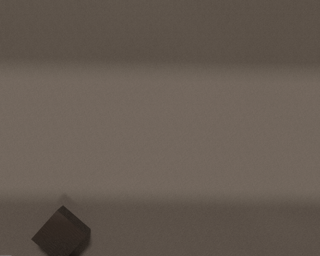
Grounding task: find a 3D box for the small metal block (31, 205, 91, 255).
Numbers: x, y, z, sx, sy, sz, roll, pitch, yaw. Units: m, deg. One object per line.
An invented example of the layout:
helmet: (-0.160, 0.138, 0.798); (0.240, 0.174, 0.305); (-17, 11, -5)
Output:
small metal block: (-0.130, 0.140, 0.410); (0.050, 0.025, 0.050); (41, 90, -1)
